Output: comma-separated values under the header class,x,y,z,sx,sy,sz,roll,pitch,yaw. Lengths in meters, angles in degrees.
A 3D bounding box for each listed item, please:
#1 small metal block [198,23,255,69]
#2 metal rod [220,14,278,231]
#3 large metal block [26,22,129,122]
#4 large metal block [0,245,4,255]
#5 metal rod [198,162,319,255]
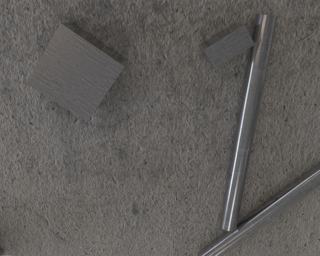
class,x,y,z,sx,sy,sz,roll,pitch,yaw
small metal block,0.076,-0.097,0.362,0.050,0.050,0.025,-31,107,10
metal rod,0.113,0.007,0.413,0.025,0.025,0.298,4,110,-2
large metal block,-0.095,-0.068,0.371,0.080,0.050,0.080,33,107,-12
large metal block,-0.283,0.182,0.445,0.050,0.080,0.080,-15,110,5
metal rod,0.176,0.109,0.451,0.299,0.025,0.025,-42,105,13
